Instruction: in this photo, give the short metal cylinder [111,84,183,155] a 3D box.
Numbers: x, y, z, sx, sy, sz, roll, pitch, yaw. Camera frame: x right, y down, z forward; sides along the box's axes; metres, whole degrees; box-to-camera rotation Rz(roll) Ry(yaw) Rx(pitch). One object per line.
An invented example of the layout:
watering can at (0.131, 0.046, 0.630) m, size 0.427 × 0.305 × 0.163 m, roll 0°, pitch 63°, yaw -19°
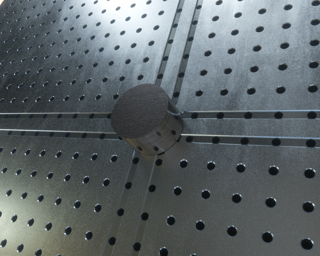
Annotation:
short metal cylinder at (-0.016, -0.011, 0.405) m, size 0.080 × 0.050 × 0.080 m, roll -13°, pitch 56°, yaw 20°
